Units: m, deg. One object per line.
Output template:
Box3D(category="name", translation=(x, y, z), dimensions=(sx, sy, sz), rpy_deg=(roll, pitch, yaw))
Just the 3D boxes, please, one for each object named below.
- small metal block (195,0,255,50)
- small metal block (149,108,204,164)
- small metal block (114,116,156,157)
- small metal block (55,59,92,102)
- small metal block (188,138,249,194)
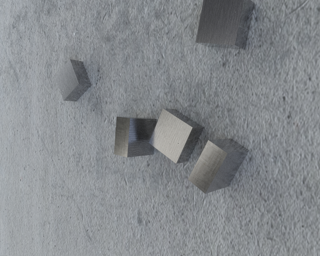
Box3D(category="small metal block", translation=(0.072, -0.117, 0.346), dimensions=(0.050, 0.025, 0.050), rpy_deg=(17, 101, 38))
Box3D(category="small metal block", translation=(0.020, 0.009, 0.389), dimensions=(0.050, 0.025, 0.050), rpy_deg=(35, 112, 34))
Box3D(category="small metal block", translation=(-0.033, 0.011, 0.416), dimensions=(0.025, 0.050, 0.050), rpy_deg=(8, 95, 40))
Box3D(category="small metal block", translation=(-0.148, -0.080, 0.527), dimensions=(0.050, 0.025, 0.050), rpy_deg=(-37, 68, 34))
Box3D(category="small metal block", translation=(0.064, 0.040, 0.336), dimensions=(0.025, 0.050, 0.050), rpy_deg=(37, 113, 33))
